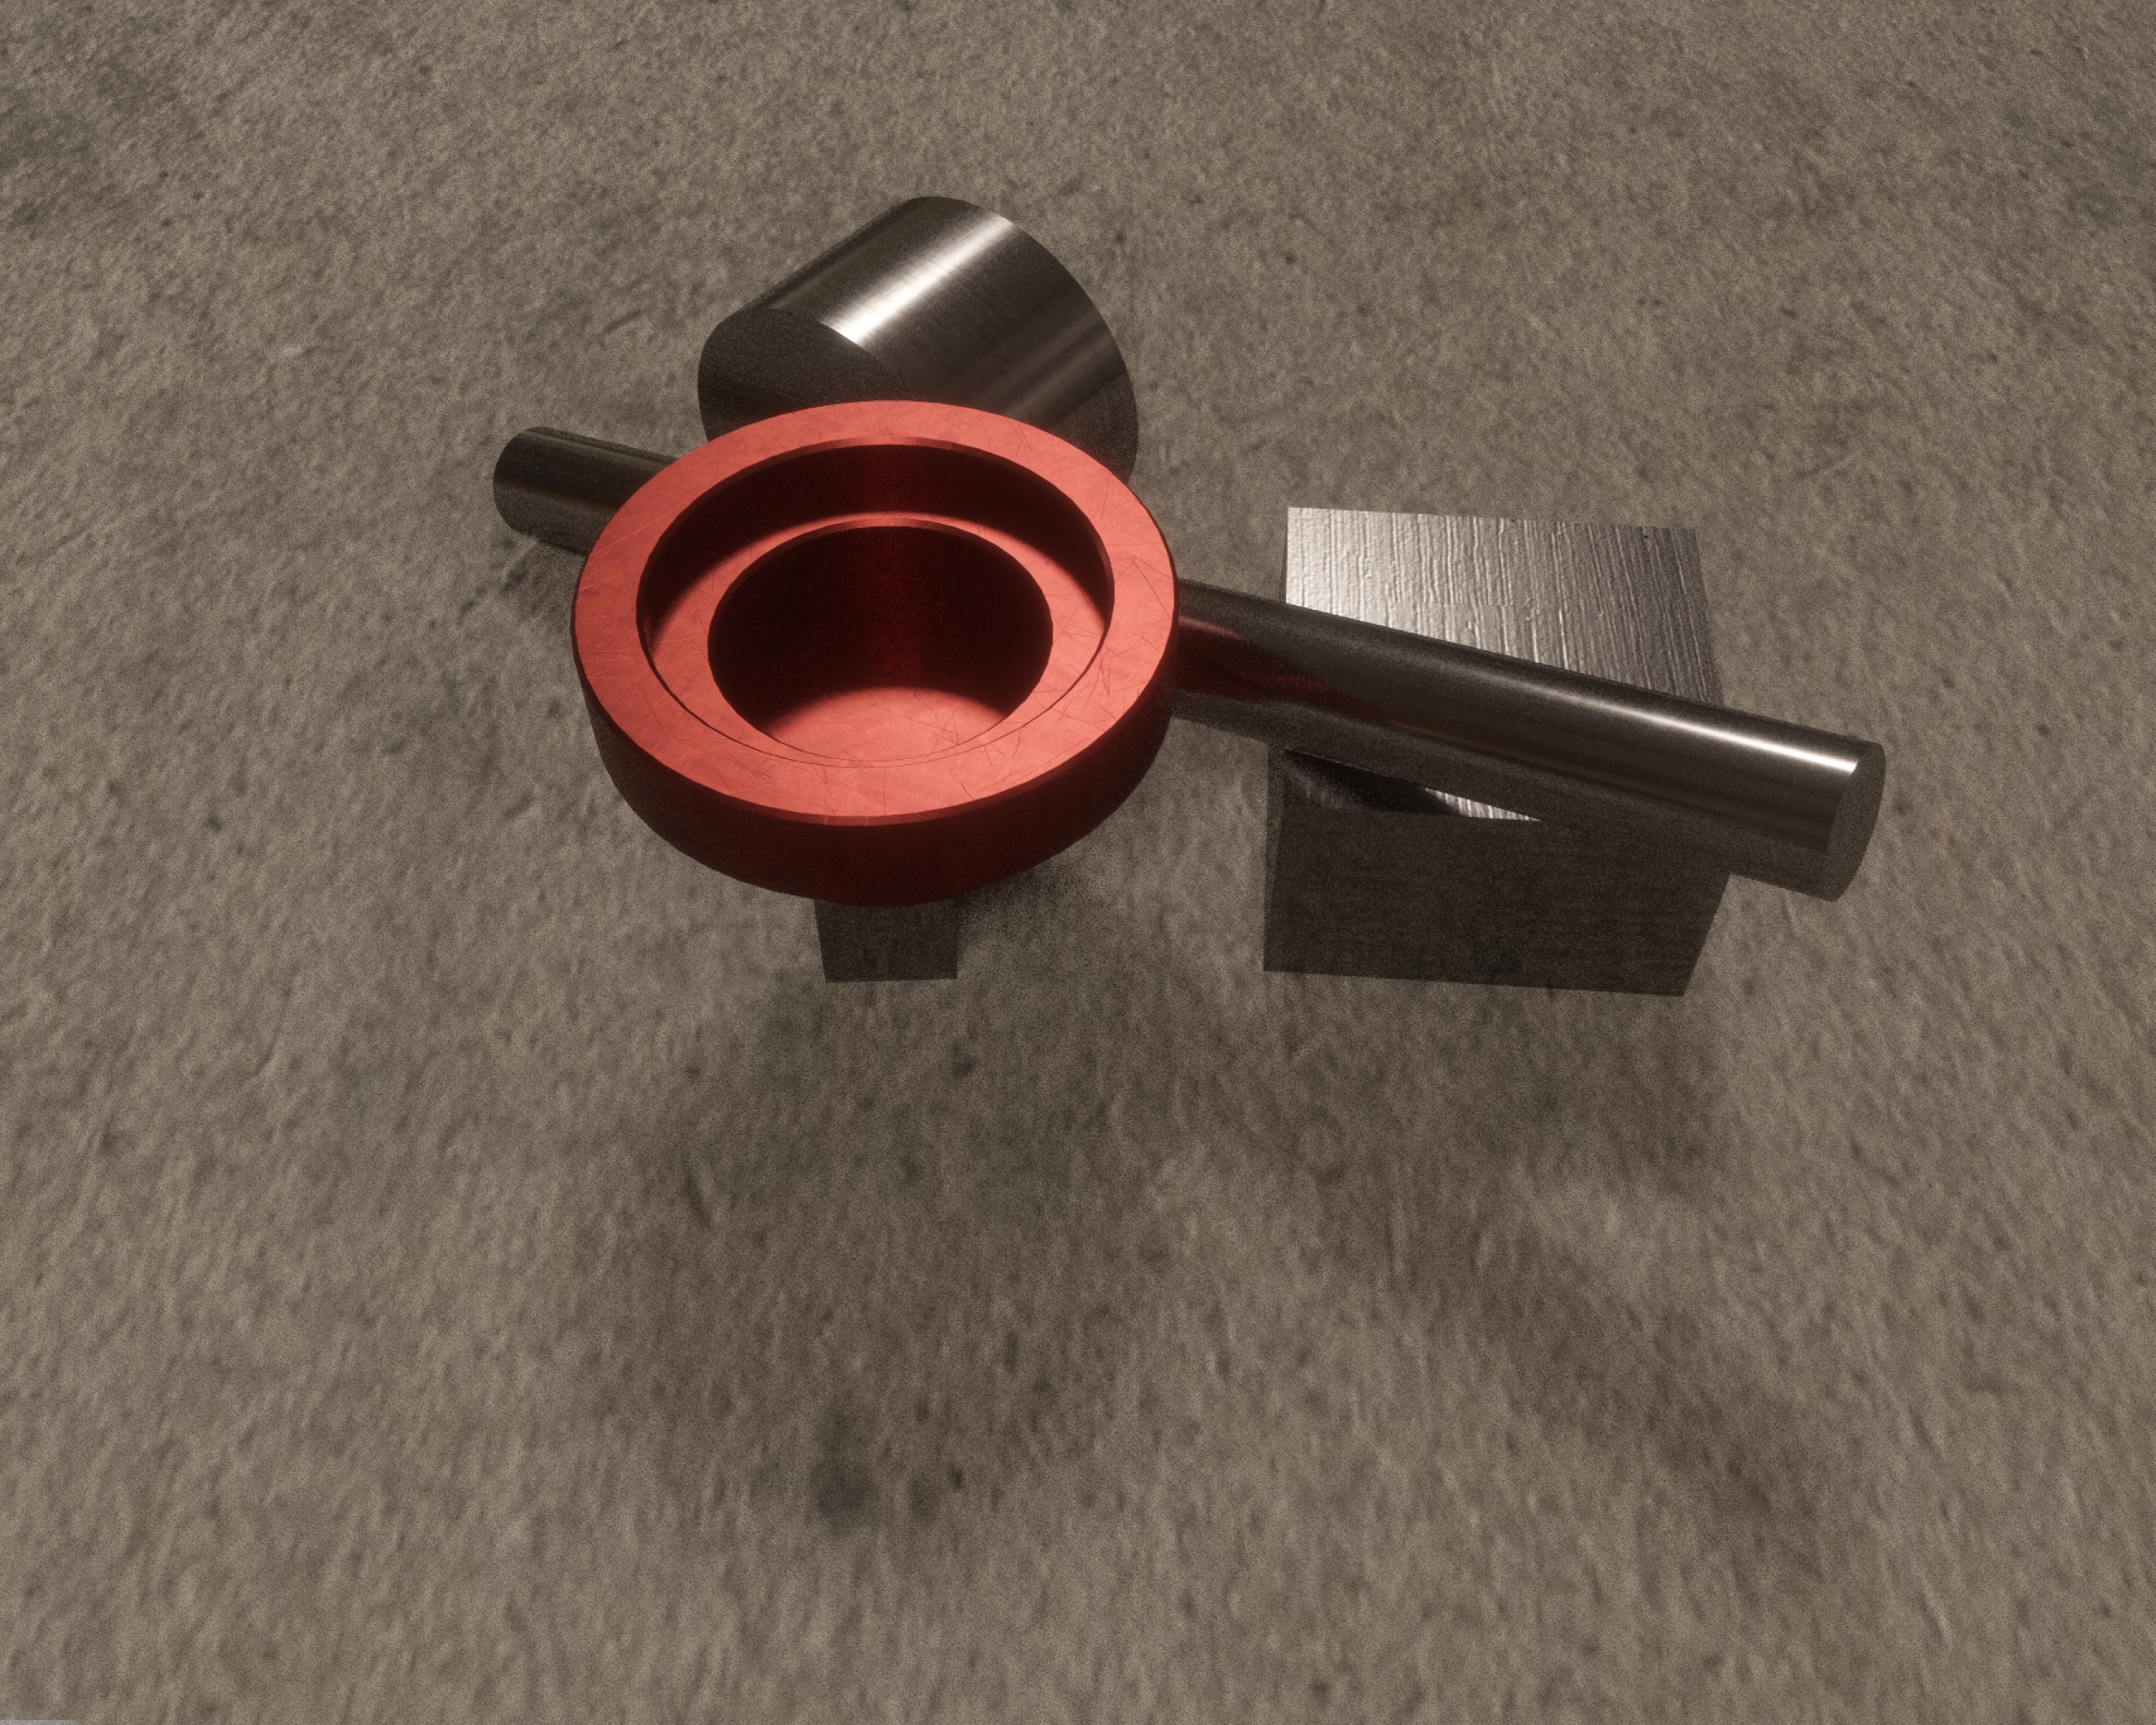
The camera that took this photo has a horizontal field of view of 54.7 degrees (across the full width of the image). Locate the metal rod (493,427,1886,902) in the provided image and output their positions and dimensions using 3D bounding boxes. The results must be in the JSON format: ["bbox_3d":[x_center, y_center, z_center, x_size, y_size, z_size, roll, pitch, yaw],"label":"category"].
[{"bbox_3d":[-0.003,-0.046,0.395,0.300,0.025,0.025,19,51,32],"label":"metal rod"}]

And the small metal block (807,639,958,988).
[{"bbox_3d":[-0.037,-0.011,0.398,0.025,0.050,0.050,-2,50,-2],"label":"small metal block"}]

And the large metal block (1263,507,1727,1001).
[{"bbox_3d":[0.079,-0.022,0.408,0.080,0.050,0.080,4,50,2],"label":"large metal block"}]

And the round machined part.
[{"bbox_3d":[-0.033,-0.031,0.355,0.099,0.042,0.098,0,51,0],"label":"round machined part"}]

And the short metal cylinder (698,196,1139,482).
[{"bbox_3d":[-0.034,-0.094,0.448,0.080,0.080,0.050,30,56,22],"label":"short metal cylinder"}]
